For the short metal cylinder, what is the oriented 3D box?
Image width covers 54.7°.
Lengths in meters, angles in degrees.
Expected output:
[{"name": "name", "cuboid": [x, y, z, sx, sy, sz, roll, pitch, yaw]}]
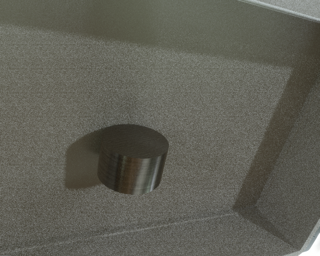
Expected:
[{"name": "short metal cylinder", "cuboid": [-0.034, 0.036, 0.378, 0.081, 0.080, 0.050, -3, 120, -28]}]
